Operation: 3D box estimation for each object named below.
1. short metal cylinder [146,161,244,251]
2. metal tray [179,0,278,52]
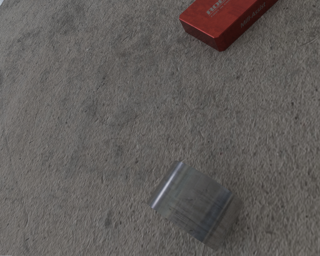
[{"bbox_3d":[0.034,0.075,0.305,0.080,0.080,0.050,26,76,37],"label":"short metal cylinder"},{"bbox_3d":[0.104,-0.182,0.458,0.130,0.030,0.090,-43,51,-2],"label":"metal tray"}]
